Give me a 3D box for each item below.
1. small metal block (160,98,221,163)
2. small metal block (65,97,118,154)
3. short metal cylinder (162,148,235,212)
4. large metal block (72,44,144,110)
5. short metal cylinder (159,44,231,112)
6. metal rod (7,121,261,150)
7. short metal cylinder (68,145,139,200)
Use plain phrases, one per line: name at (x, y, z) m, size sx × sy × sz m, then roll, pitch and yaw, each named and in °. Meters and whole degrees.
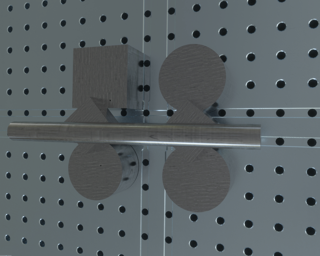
small metal block at (0.035, 0.003, 0.347) m, size 0.050 × 0.025 × 0.050 m, roll 42°, pitch 103°, yaw 15°
small metal block at (-0.084, -0.003, 0.390) m, size 0.050 × 0.025 × 0.050 m, roll -42°, pitch 77°, yaw 15°
short metal cylinder at (0.049, 0.058, 0.382) m, size 0.080 × 0.050 × 0.080 m, roll 0°, pitch 90°, yaw 20°
large metal block at (-0.070, -0.066, 0.423) m, size 0.080 × 0.050 × 0.080 m, roll 1°, pitch 91°, yaw 20°
short metal cylinder at (0.045, -0.058, 0.384) m, size 0.080 × 0.050 × 0.080 m, roll 0°, pitch 90°, yaw 20°
metal rod at (-0.045, 0.006, 0.348) m, size 0.301 × 0.025 × 0.025 m, roll 1°, pitch 90°, yaw 19°
short metal cylinder at (-0.077, 0.054, 0.425) m, size 0.080 × 0.050 × 0.080 m, roll 0°, pitch 90°, yaw 20°
